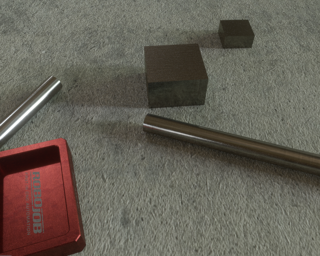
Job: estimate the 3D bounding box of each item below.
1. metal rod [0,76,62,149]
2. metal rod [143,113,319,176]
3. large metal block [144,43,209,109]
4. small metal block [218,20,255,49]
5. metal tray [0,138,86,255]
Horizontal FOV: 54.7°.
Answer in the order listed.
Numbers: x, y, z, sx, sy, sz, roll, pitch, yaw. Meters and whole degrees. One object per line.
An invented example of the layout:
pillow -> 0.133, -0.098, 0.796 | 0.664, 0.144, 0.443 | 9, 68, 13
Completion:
metal rod -> -0.221, 0.036, 0.369 | 0.025, 0.025, 0.301 | 21, 53, 16
metal rod -> 0.125, 0.028, 0.380 | 0.301, 0.025, 0.025 | 14, 51, 11
large metal block -> 0.020, -0.077, 0.452 | 0.081, 0.050, 0.080 | -4, 50, -4
small metal block -> 0.133, -0.165, 0.544 | 0.050, 0.025, 0.050 | -2, 50, -2
metal tray -> -0.137, 0.077, 0.333 | 0.091, 0.030, 0.130 | -13, 51, -12
